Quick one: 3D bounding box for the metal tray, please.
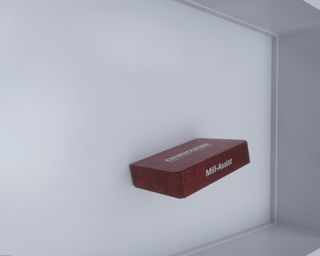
[{"bbox_3d":[0.040,0.045,0.397,0.131,0.090,0.030,-18,102,-39],"label":"metal tray"}]
